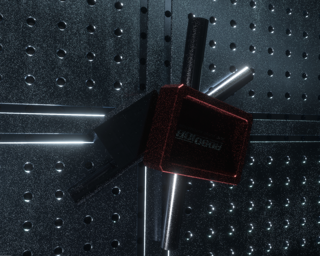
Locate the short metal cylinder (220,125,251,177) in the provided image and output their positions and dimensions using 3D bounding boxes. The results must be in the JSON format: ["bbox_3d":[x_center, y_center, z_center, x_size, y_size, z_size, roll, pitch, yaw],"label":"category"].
[{"bbox_3d":[0.076,0.026,0.428,0.081,0.050,0.079,0,90,-21],"label":"short metal cylinder"}]

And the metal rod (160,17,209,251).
[{"bbox_3d":[0.030,0.013,0.401,0.025,0.025,0.298,4,98,-20],"label":"metal rod"}]

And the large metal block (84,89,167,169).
[{"bbox_3d":[-0.038,0.000,0.370,0.080,0.080,0.050,-36,102,-17],"label":"large metal block"}]

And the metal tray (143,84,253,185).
[{"bbox_3d":[0.049,0.012,0.354,0.131,0.030,0.090,17,84,-38],"label":"metal tray"}]

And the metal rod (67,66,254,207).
[{"bbox_3d":[0.012,0.002,0.419,0.301,0.025,0.025,-35,102,-17],"label":"metal rod"}]
